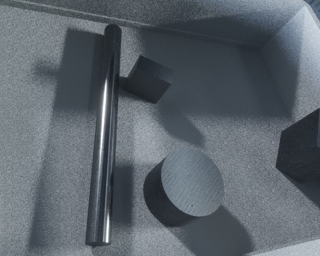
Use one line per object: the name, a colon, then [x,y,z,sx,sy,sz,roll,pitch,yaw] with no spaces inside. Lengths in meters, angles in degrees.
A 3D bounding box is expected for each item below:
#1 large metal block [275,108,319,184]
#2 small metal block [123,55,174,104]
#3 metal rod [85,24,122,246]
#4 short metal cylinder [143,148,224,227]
large metal block: [0.233,0.029,0.481,0.050,0.080,0.080,33,51,-7]
small metal block: [-0.016,-0.065,0.422,0.050,0.050,0.025,22,54,-15]
metal rod: [-0.065,-0.015,0.380,0.025,0.025,0.299,12,57,-22]
short metal cylinder: [0.027,0.070,0.363,0.081,0.050,0.080,14,56,-21]
